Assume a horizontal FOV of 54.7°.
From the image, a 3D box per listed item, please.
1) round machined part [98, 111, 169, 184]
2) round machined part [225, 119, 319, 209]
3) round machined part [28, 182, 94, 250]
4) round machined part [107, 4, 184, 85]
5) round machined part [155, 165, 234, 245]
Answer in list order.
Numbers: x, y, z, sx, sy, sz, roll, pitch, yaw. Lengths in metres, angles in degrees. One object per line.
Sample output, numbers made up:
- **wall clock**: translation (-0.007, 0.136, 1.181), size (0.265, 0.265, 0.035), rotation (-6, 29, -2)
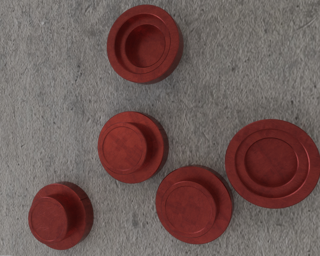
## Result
- **round machined part**: translation (-0.041, 0.026, 0.414), size (0.098, 0.042, 0.097), rotation (0, 90, 20)
- **round machined part**: translation (0.127, 0.039, 0.355), size (0.098, 0.042, 0.097), rotation (0, 90, 20)
- **round machined part**: translation (-0.151, 0.130, 0.453), size (0.098, 0.042, 0.097), rotation (0, 90, 20)
- **round machined part**: translation (-0.016, -0.105, 0.406), size (0.098, 0.042, 0.097), rotation (0, 90, 20)
- **round machined part**: translation (0.040, 0.097, 0.386), size (0.098, 0.042, 0.097), rotation (0, 90, 20)
